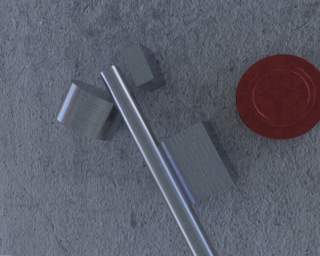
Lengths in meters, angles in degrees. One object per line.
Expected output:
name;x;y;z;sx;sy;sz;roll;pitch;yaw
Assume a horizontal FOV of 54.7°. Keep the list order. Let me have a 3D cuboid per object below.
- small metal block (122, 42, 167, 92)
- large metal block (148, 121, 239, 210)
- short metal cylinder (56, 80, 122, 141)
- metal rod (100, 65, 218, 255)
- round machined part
small metal block;-0.019;-0.078;0.402;0.025;0.050;0.050;-25;82;18
large metal block;0.039;0.045;0.381;0.080;0.050;0.080;-29;81;17
short metal cylinder;-0.089;-0.024;0.410;0.080;0.080;0.050;29;100;17
metal rod;0.008;0.062;0.352;0.025;0.025;0.299;-31;80;17
round machined part;0.136;-0.035;0.352;0.098;0.042;0.097;0;90;19
